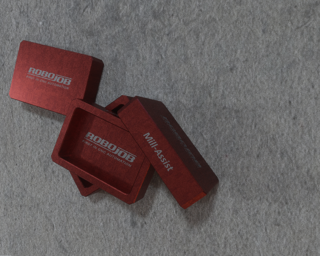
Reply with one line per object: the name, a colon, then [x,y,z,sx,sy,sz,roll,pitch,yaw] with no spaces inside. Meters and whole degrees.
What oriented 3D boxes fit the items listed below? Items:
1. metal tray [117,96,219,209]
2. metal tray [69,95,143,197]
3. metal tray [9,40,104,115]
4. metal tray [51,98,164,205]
metal tray: [0.013,0.024,0.369,0.030,0.090,0.130,-39,78,16]
metal tray: [-0.071,0.026,0.430,0.130,0.030,0.090,-33,80,16]
metal tray: [-0.155,-0.072,0.459,0.130,0.030,0.089,17,95,18]
metal tray: [-0.067,0.027,0.396,0.130,0.030,0.089,25,98,17]
